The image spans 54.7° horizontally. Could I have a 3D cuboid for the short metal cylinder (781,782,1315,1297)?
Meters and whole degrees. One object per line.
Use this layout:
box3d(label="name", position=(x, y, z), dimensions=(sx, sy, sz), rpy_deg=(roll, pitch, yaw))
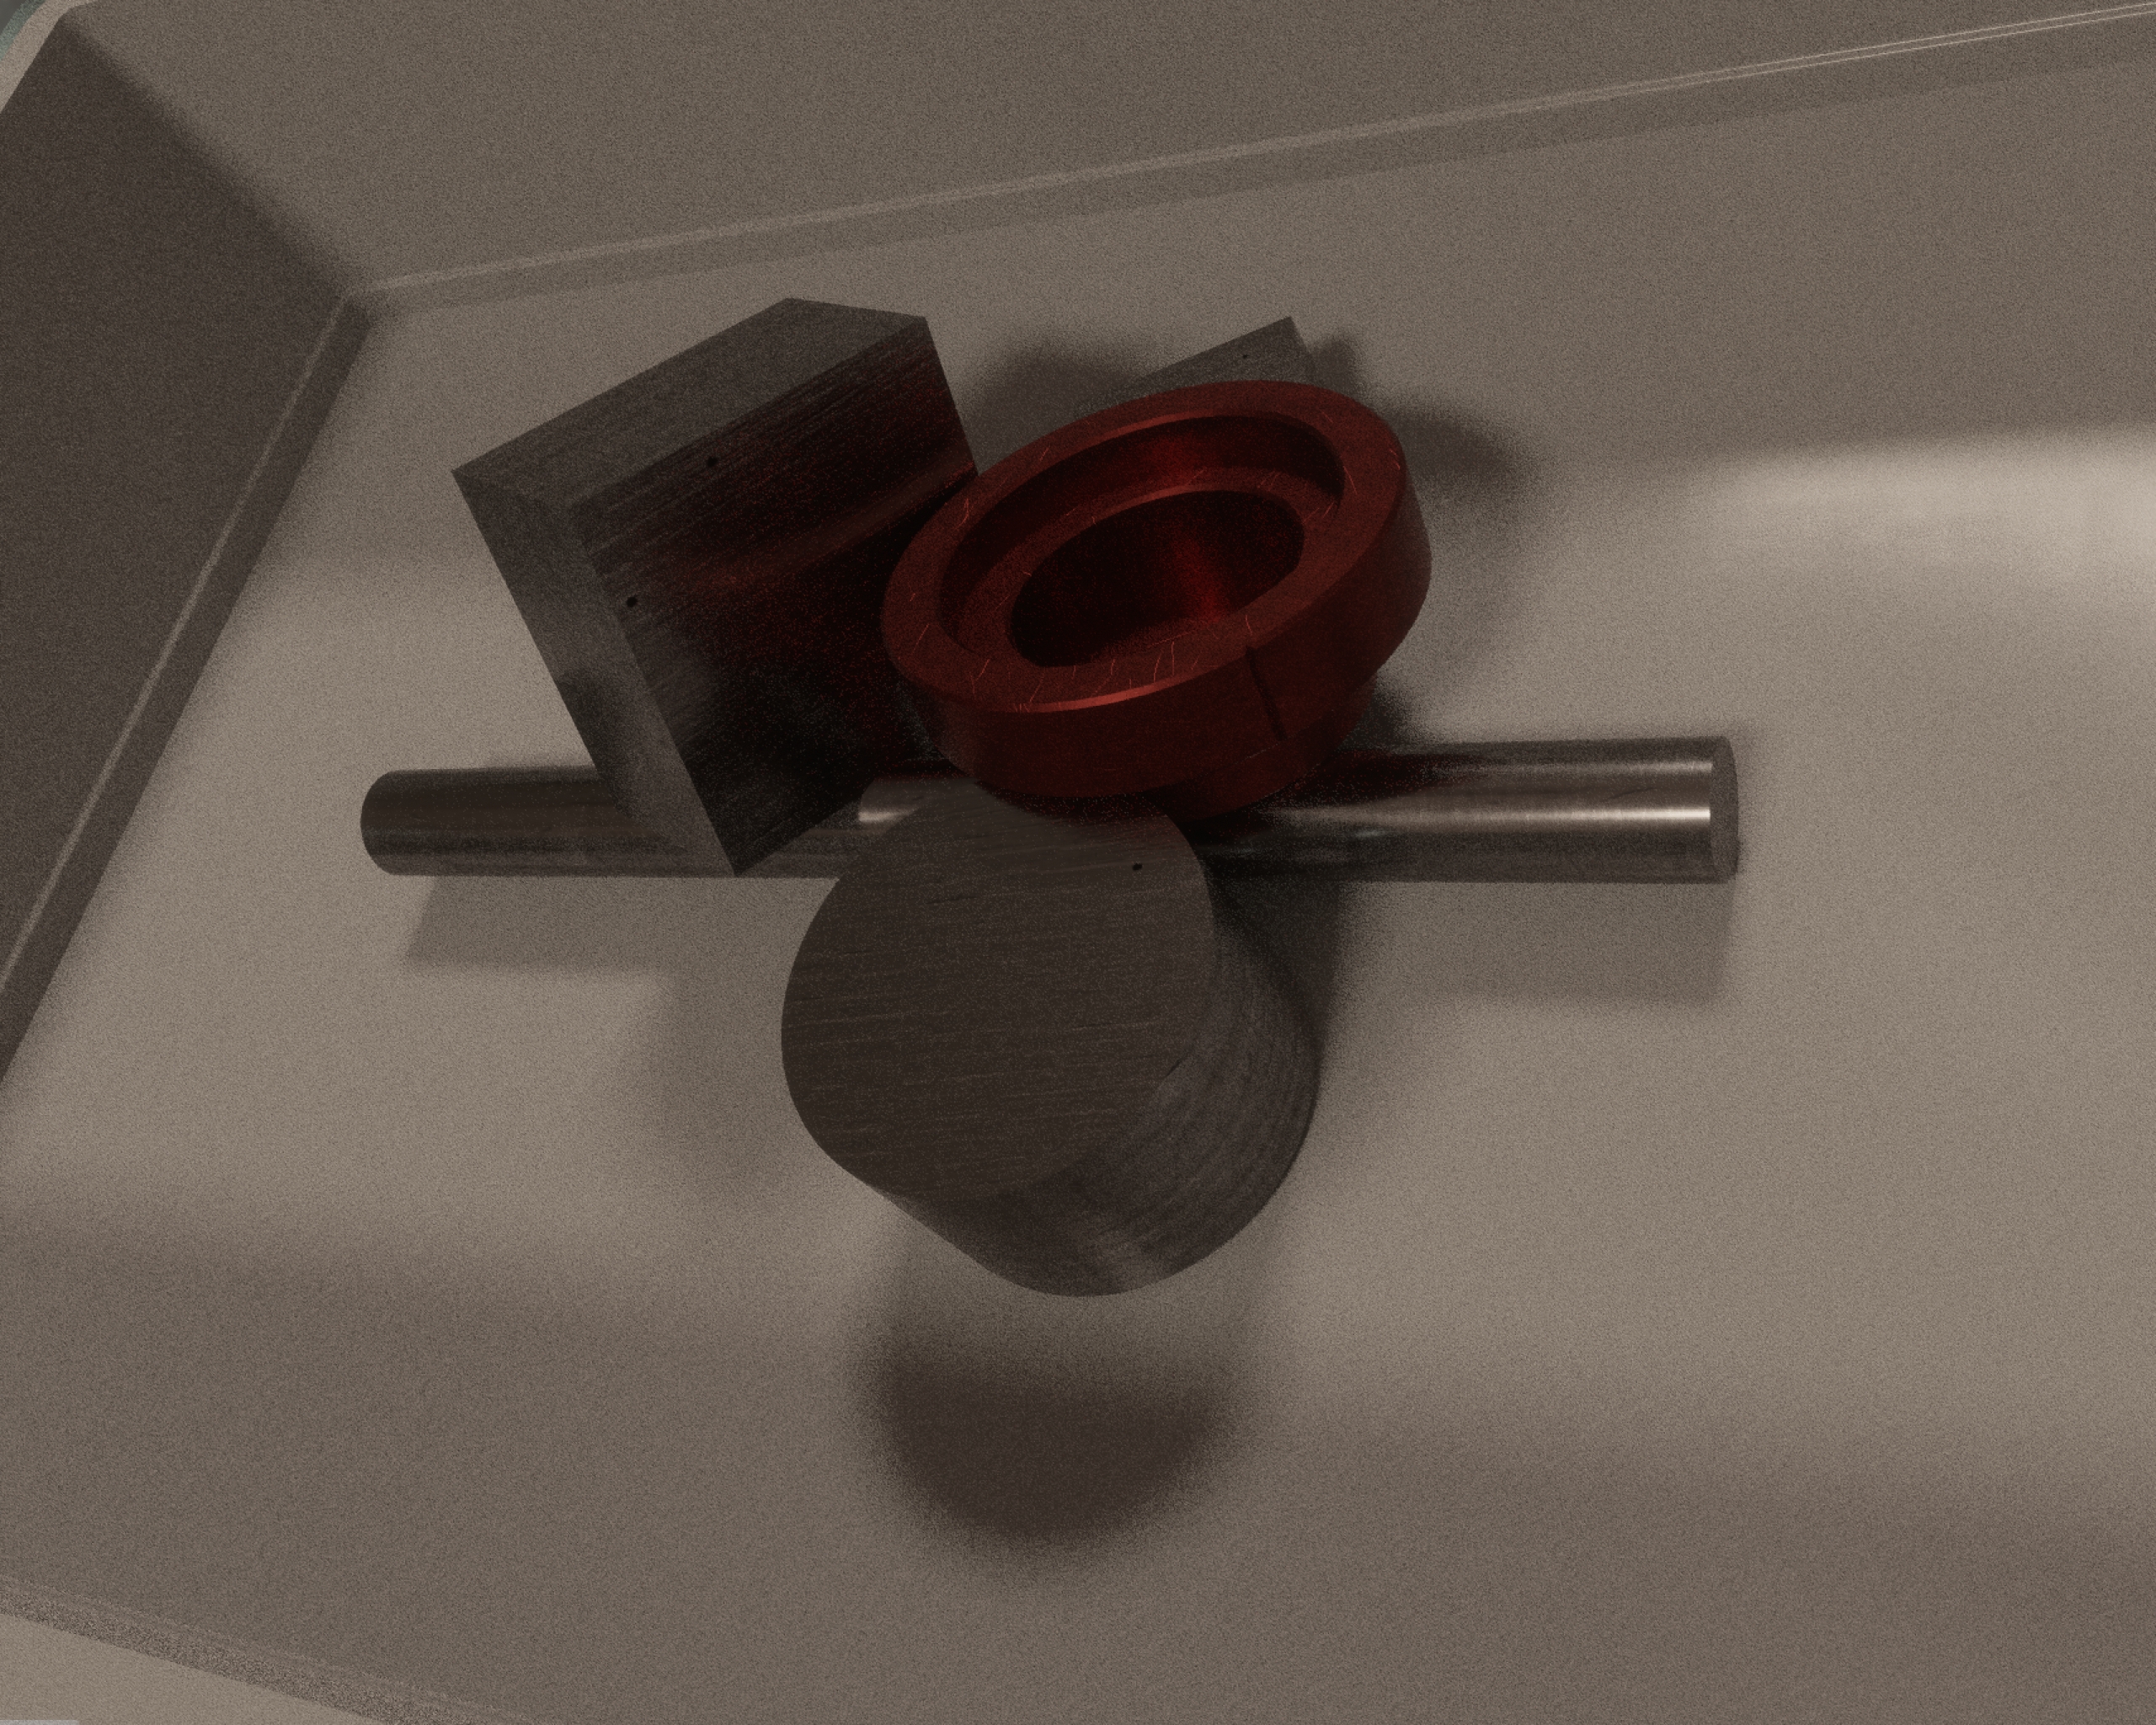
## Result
box3d(label="short metal cylinder", position=(-0.004, 0.030, 0.369), dimensions=(0.080, 0.050, 0.080), rpy_deg=(-13, 56, 20))

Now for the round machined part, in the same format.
box3d(label="round machined part", position=(0.017, -0.044, 0.385), dimensions=(0.098, 0.042, 0.098), rpy_deg=(-15, 39, 12))

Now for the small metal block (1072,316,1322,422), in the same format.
box3d(label="small metal block", position=(0.029, -0.080, 0.437), dimensions=(0.050, 0.025, 0.050), rpy_deg=(-19, 54, 16))

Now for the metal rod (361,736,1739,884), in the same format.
box3d(label="metal rod", position=(-0.025, -0.009, 0.419), dimensions=(0.300, 0.025, 0.025), rpy_deg=(0, 62, 27))

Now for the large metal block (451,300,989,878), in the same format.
box3d(label="large metal block", position=(-0.063, -0.057, 0.416), dimensions=(0.080, 0.080, 0.050), rpy_deg=(-36, 36, -25))
